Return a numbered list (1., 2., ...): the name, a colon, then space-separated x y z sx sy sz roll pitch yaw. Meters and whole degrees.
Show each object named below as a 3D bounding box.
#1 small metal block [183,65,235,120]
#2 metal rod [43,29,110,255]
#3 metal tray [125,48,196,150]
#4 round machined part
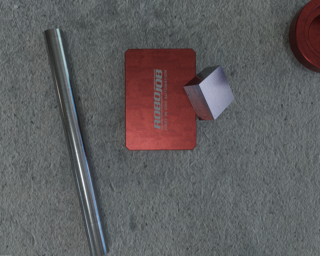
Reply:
1. small metal block: 0.063 -0.044 0.391 0.050 0.025 0.050 -43 117 -33
2. metal rod: -0.110 0.019 0.409 0.025 0.025 0.298 -12 90 0
3. metal tray: 0.001 -0.036 0.408 0.091 0.030 0.129 0 90 0
4. round machined part: 0.216 -0.119 0.403 0.099 0.042 0.097 0 90 0
